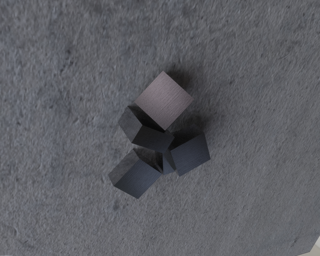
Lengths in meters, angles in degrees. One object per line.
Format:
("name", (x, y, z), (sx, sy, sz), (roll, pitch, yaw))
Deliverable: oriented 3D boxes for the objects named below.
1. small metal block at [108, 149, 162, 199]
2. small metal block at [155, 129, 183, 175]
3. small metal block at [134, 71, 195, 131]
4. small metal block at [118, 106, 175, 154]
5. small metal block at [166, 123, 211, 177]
("small metal block", (-0.034, 0.064, 0.430), (0.050, 0.025, 0.050), (-47, 130, 4))
("small metal block", (0.021, 0.034, 0.441), (0.050, 0.025, 0.050), (-16, 125, -20))
("small metal block", (0.006, -0.032, 0.374), (0.050, 0.025, 0.050), (43, 94, 3))
("small metal block", (-0.018, 0.002, 0.384), (0.050, 0.050, 0.025), (21, 107, -37))
("small metal block", (0.036, 0.030, 0.415), (0.050, 0.025, 0.050), (-28, 128, -11))
